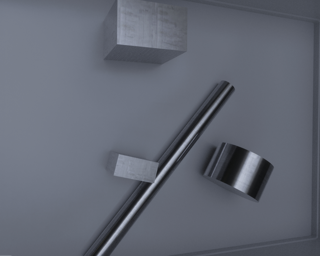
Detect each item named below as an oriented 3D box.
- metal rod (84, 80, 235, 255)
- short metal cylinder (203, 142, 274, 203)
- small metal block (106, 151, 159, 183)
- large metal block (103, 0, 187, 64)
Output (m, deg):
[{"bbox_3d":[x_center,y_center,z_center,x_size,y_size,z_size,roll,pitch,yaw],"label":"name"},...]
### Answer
[{"bbox_3d":[0.006,0.054,0.413,0.025,0.025,0.300,43,76,-16],"label":"metal rod"},{"bbox_3d":[0.106,0.060,0.422,0.080,0.080,0.050,31,80,-18],"label":"short metal cylinder"},{"bbox_3d":[-0.036,0.048,0.385,0.050,0.050,0.025,15,85,-20],"label":"small metal block"},{"bbox_3d":[-0.021,-0.112,0.374,0.081,0.080,0.050,0,90,-20],"label":"large metal block"}]
